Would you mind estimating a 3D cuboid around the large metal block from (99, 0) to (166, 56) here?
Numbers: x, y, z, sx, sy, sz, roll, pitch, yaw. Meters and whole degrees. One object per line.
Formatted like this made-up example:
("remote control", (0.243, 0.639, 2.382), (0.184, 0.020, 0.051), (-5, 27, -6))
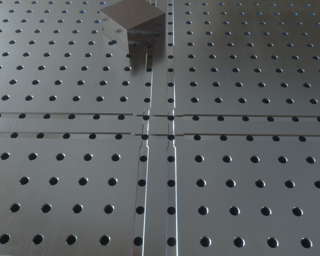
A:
("large metal block", (-0.047, -0.182, 0.544), (0.080, 0.050, 0.080), (-33, 57, -24))
